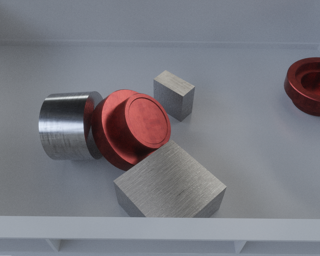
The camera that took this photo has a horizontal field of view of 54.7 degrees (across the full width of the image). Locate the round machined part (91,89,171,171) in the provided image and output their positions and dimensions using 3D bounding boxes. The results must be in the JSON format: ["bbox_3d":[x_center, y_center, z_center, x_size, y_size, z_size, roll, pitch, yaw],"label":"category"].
[{"bbox_3d":[-0.026,-0.001,0.360,0.099,0.042,0.098,23,54,-36],"label":"round machined part"}]

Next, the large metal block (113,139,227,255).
[{"bbox_3d":[0.010,0.072,0.329,0.080,0.050,0.080,-34,58,-26],"label":"large metal block"}]

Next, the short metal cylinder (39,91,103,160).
[{"bbox_3d":[-0.098,-0.002,0.366,0.050,0.080,0.080,-2,50,9],"label":"short metal cylinder"}]

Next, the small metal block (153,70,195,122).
[{"bbox_3d":[0.018,-0.044,0.426,0.050,0.050,0.025,34,58,24],"label":"small metal block"}]

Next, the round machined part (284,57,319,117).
[{"bbox_3d":[0.227,-0.054,0.440,0.099,0.042,0.098,-2,49,2],"label":"round machined part"}]
